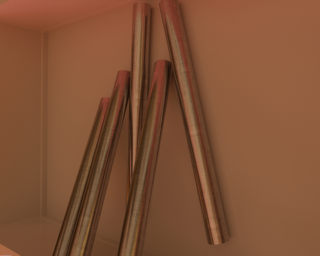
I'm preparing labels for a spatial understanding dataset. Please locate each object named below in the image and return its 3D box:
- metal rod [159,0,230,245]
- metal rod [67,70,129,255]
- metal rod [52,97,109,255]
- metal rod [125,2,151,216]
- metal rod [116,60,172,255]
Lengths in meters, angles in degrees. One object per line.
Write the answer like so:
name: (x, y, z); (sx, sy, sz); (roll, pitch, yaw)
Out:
metal rod: (0.039, -0.016, 0.374); (0.025, 0.025, 0.299); (-18, 79, 38)
metal rod: (-0.075, 0.057, 0.388); (0.025, 0.025, 0.299); (-12, 57, 39)
metal rod: (-0.102, 0.088, 0.401); (0.025, 0.025, 0.300); (-17, 50, 39)
metal rod: (-0.031, -0.020, 0.432); (0.025, 0.025, 0.298); (4, 93, 40)
metal rod: (-0.018, 0.052, 0.343); (0.025, 0.025, 0.299); (-12, 57, 39)
